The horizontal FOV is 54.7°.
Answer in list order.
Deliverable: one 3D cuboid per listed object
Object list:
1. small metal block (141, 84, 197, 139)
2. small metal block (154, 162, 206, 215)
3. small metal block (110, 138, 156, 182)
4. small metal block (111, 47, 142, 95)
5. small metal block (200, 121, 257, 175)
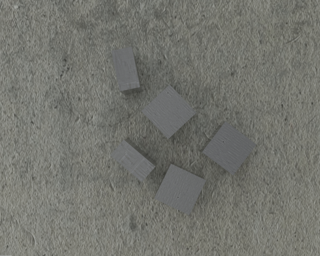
[{"bbox_3d":[0.012,-0.021,0.410,0.050,0.025,0.050,-43,90,0],"label":"small metal block"},{"bbox_3d":[0.026,0.079,0.410,0.050,0.025,0.050,26,90,0],"label":"small metal block"},{"bbox_3d":[-0.033,0.039,0.397,0.050,0.050,0.025,40,90,0],"label":"small metal block"},{"bbox_3d":[-0.041,-0.071,0.397,0.025,0.050,0.050,-12,90,0],"label":"small metal block"},{"bbox_3d":[0.089,0.026,0.411,0.050,0.025,0.050,37,90,0],"label":"small metal block"}]
